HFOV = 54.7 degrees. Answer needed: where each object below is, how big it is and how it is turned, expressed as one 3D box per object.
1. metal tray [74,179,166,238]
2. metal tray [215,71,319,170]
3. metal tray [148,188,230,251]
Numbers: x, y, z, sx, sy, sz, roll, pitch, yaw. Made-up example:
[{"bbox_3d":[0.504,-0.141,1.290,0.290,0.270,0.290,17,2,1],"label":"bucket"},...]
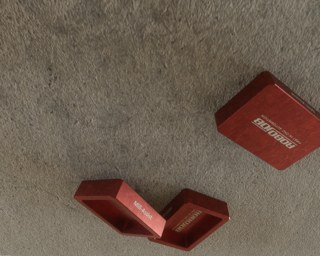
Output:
[{"bbox_3d":[-0.061,0.130,0.494,0.090,0.030,0.130,-10,133,36],"label":"metal tray"},{"bbox_3d":[0.148,-0.004,0.402,0.131,0.030,0.090,30,124,-24],"label":"metal tray"},{"bbox_3d":[0.047,0.165,0.544,0.091,0.030,0.129,23,126,-19],"label":"metal tray"}]
